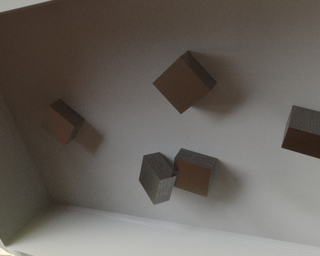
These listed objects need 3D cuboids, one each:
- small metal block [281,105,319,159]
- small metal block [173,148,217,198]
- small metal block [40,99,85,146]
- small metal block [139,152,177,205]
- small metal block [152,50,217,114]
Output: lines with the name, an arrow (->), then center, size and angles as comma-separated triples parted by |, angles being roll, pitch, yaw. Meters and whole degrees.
small metal block -> 0.155, 0.004, 0.314 | 0.050, 0.050, 0.025 | 17, 125, 18
small metal block -> 0.046, 0.060, 0.421 | 0.050, 0.025, 0.050 | 15, 125, 19
small metal block -> -0.152, -0.008, 0.481 | 0.050, 0.025, 0.050 | 39, 129, 1
small metal block -> -0.005, 0.071, 0.437 | 0.050, 0.025, 0.050 | 51, 141, 41
small metal block -> 0.028, -0.052, 0.360 | 0.050, 0.025, 0.050 | 47, 129, -5
